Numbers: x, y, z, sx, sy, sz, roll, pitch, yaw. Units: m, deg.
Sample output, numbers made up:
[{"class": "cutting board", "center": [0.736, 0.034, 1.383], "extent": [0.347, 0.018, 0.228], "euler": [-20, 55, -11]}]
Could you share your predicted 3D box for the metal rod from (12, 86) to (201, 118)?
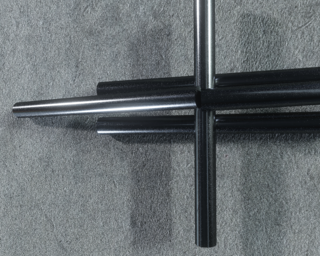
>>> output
[{"class": "metal rod", "center": [-0.089, -0.031, 0.413], "extent": [0.300, 0.025, 0.025], "euler": [-1, 90, 29]}]

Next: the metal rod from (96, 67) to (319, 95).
[{"class": "metal rod", "center": [0.059, -0.054, 0.388], "extent": [0.301, 0.025, 0.025], "euler": [-1, 90, 19]}]

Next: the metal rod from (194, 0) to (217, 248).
[{"class": "metal rod", "center": [0.053, -0.013, 0.364], "extent": [0.025, 0.025, 0.298], "euler": [0, 90, 19]}]

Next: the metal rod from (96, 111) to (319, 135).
[{"class": "metal rod", "center": [0.059, -0.005, 0.388], "extent": [0.301, 0.025, 0.025], "euler": [-1, 90, 19]}]

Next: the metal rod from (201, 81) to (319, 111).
[{"class": "metal rod", "center": [0.194, -0.038, 0.316], "extent": [0.301, 0.025, 0.025], "euler": [-3, 89, 9]}]
